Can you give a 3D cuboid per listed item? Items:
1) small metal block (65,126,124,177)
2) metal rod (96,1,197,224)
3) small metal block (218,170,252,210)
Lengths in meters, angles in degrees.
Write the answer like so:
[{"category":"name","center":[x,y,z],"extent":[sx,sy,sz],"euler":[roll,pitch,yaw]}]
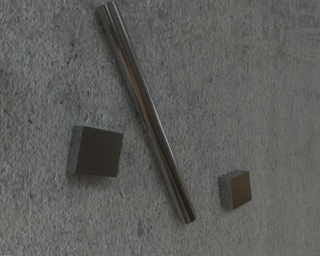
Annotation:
[{"category":"small metal block","center":[-0.072,0.027,0.344],"extent":[0.050,0.025,0.050],"euler":[14,81,-39]},{"category":"metal rod","center":[-0.011,-0.006,0.395],"extent":[0.025,0.025,0.298],"euler":[-33,110,-35]},{"category":"small metal block","center":[0.123,0.100,0.508],"extent":[0.050,0.025,0.050],"euler":[-12,98,-39]}]
